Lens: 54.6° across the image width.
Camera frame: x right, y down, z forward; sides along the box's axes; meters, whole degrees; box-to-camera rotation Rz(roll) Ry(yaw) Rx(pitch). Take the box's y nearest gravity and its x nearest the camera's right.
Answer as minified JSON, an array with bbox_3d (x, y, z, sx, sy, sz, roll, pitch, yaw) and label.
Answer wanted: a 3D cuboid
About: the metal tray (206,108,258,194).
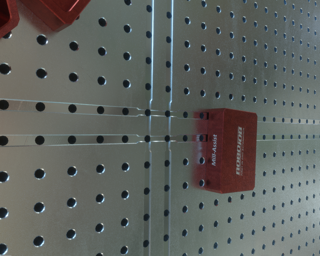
[{"bbox_3d":[0.118,0.036,0.503,0.091,0.030,0.129,5,87,-40],"label":"metal tray"}]

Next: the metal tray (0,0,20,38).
[{"bbox_3d":[-0.149,-0.107,0.212,0.030,0.129,0.090,27,55,5],"label":"metal tray"}]

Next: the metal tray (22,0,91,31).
[{"bbox_3d":[-0.099,-0.179,0.321,0.090,0.030,0.130,43,64,-32],"label":"metal tray"}]
